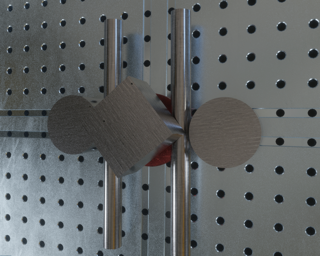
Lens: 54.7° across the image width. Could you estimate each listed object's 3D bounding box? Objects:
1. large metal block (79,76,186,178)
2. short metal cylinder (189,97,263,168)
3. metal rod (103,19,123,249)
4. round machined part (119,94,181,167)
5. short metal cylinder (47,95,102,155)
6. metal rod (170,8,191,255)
[{"bbox_3d":[-0.031,-0.001,0.360,0.080,0.050,0.080,-40,78,15],"label":"large metal block"},{"bbox_3d":[0.080,0.005,0.370,0.080,0.050,0.080,0,90,20],"label":"short metal cylinder"},{"bbox_3d":[-0.062,0.008,0.412,0.025,0.025,0.298,0,90,20],"label":"metal rod"},{"bbox_3d":[-0.014,0.003,0.409,0.098,0.042,0.097,0,90,20],"label":"round machined part"},{"bbox_3d":[-0.109,-0.004,0.438,0.080,0.050,0.080,0,90,20],"label":"short metal cylinder"},{"bbox_3d":[0.026,0.007,0.381,0.025,0.025,0.298,0,90,20],"label":"metal rod"}]
